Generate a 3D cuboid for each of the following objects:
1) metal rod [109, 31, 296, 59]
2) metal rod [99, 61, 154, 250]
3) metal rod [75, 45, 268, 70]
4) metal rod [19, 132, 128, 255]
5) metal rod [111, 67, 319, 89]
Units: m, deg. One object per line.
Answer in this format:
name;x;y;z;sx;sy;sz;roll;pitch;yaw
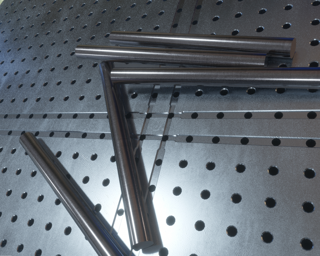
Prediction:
metal rod;0.042;-0.128;0.463;0.300;0.025;0.025;14;69;33
metal rod;-0.054;0.013;0.426;0.025;0.025;0.299;-26;53;12
metal rod;0.000;-0.104;0.453;0.301;0.025;0.025;10;67;26
metal rod;-0.124;0.089;0.416;0.025;0.025;0.300;-48;52;-6
metal rod;0.066;-0.067;0.405;0.301;0.025;0.025;6;65;27
